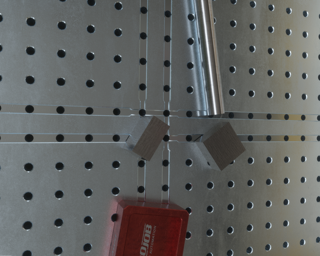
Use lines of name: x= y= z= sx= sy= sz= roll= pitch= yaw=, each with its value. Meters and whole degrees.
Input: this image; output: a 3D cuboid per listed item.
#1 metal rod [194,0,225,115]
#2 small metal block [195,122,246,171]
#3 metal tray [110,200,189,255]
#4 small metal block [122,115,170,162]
metal rod: x=0.061 y=-0.167 z=0.436 sx=0.025 sy=0.025 sz=0.298 roll=-8 pitch=93 yaw=-20
small metal block: x=0.087 y=0.026 z=0.446 sx=0.050 sy=0.025 sz=0.050 roll=-37 pitch=102 yaw=-17
metal tray: x=-0.018 y=0.165 z=0.404 sx=0.091 sy=0.030 sz=0.129 roll=11 pitch=86 yaw=-20
small metal block: x=-0.019 y=0.012 z=0.393 sx=0.025 sy=0.050 sz=0.050 roll=34 pitch=79 yaw=-17
